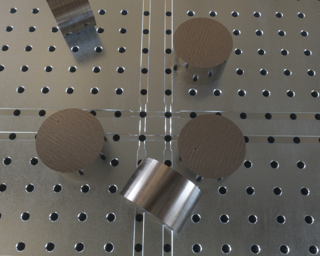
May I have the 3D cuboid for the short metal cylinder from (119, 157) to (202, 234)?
[{"bbox_3d":[0.001,0.077,0.355,0.080,0.080,0.050,31,73,10],"label":"short metal cylinder"}]

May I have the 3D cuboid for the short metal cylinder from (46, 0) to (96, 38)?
[{"bbox_3d":[-0.133,-0.177,0.445,0.050,0.080,0.080,-26,72,-9],"label":"short metal cylinder"}]

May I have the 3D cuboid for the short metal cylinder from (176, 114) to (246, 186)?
[{"bbox_3d":[0.061,0.029,0.389,0.081,0.050,0.080,0,70,0],"label":"short metal cylinder"}]

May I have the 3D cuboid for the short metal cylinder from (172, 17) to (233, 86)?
[{"bbox_3d":[0.057,-0.107,0.438,0.081,0.050,0.080,0,70,-1],"label":"short metal cylinder"}]

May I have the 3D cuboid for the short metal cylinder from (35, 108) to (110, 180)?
[{"bbox_3d":[-0.107,0.022,0.389,0.081,0.050,0.080,0,70,0],"label":"short metal cylinder"}]
